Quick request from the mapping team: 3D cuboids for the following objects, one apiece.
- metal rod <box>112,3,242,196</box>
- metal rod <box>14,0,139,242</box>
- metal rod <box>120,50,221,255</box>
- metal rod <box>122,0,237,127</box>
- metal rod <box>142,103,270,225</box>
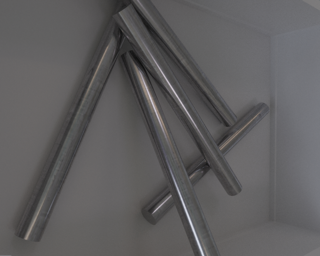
[{"bbox_3d":[0.035,-0.018,0.400,0.025,0.025,0.299,-50,120,-28],"label":"metal rod"},{"bbox_3d":[-0.080,-0.030,0.339,0.025,0.025,0.299,31,71,-36],"label":"metal rod"},{"bbox_3d":[0.016,0.047,0.342,0.025,0.025,0.299,-10,72,-40],"label":"metal rod"},{"bbox_3d":[0.028,-0.093,0.408,0.300,0.025,0.025,43,64,-39],"label":"metal rod"},{"bbox_3d":[0.086,0.039,0.478,0.302,0.025,0.025,-36,113,-34],"label":"metal rod"}]
